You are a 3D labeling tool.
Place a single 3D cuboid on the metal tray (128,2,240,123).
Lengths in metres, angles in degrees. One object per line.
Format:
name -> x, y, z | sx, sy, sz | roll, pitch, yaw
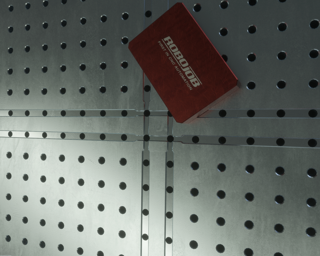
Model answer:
metal tray -> 0.029, -0.082, 0.400 | 0.090, 0.030, 0.130 | -36, 79, 16
